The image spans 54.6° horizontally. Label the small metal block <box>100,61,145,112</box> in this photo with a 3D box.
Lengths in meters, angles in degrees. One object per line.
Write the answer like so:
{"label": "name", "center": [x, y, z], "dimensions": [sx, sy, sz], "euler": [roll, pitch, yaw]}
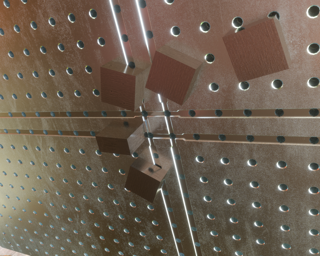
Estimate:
{"label": "small metal block", "center": [-0.049, -0.055, 0.404], "dimensions": [0.050, 0.025, 0.050], "euler": [18, 126, 18]}

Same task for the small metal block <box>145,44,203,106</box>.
{"label": "small metal block", "center": [0.016, -0.062, 0.365], "dimensions": [0.050, 0.025, 0.050], "euler": [28, 128, 10]}

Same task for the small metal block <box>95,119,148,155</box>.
{"label": "small metal block", "center": [-0.052, 0.012, 0.430], "dimensions": [0.050, 0.050, 0.025], "euler": [4, 120, 26]}

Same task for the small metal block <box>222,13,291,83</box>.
{"label": "small metal block", "center": [0.098, -0.079, 0.311], "dimensions": [0.050, 0.025, 0.050], "euler": [-13, 112, 33]}

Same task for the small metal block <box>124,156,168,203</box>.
{"label": "small metal block", "center": [-0.022, 0.079, 0.472], "dimensions": [0.050, 0.025, 0.050], "euler": [26, 128, 11]}
